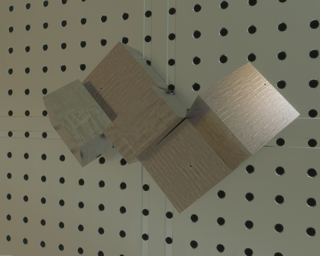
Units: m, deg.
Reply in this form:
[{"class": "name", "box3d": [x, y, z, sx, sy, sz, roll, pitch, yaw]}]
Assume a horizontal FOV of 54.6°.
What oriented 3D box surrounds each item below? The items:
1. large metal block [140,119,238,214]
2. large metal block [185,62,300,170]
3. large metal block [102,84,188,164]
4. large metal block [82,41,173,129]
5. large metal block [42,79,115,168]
[{"class": "large metal block", "box3d": [0.036, 0.045, 0.386, 0.080, 0.050, 0.080, -43, 75, 15]}, {"class": "large metal block", "box3d": [0.090, -0.014, 0.345, 0.080, 0.050, 0.080, -34, 76, -24]}, {"class": "large metal block", "box3d": [-0.011, -0.004, 0.387, 0.080, 0.080, 0.050, -44, 78, 15]}, {"class": "large metal block", "box3d": [-0.045, -0.054, 0.415, 0.080, 0.050, 0.080, -44, 77, 16]}, {"class": "large metal block", "box3d": [-0.106, -0.004, 0.414, 0.050, 0.080, 0.080, -34, 76, -23]}]
